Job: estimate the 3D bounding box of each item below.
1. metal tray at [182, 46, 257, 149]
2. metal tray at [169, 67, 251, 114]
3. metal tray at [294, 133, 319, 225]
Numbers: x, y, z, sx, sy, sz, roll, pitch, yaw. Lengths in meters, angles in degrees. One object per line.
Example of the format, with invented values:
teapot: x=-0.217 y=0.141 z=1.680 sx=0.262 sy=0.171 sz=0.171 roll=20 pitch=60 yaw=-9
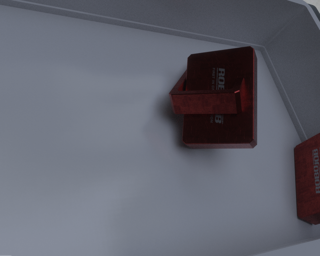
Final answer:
metal tray: x=0.081 y=-0.039 z=0.412 sx=0.030 sy=0.090 sz=0.129 roll=34 pitch=58 yaw=-61
metal tray: x=0.077 y=-0.065 z=0.435 sx=0.130 sy=0.090 sz=0.030 roll=-57 pitch=140 yaw=-50
metal tray: x=0.246 y=0.067 z=0.458 sx=0.030 sy=0.090 sz=0.130 roll=26 pitch=53 yaw=-13
